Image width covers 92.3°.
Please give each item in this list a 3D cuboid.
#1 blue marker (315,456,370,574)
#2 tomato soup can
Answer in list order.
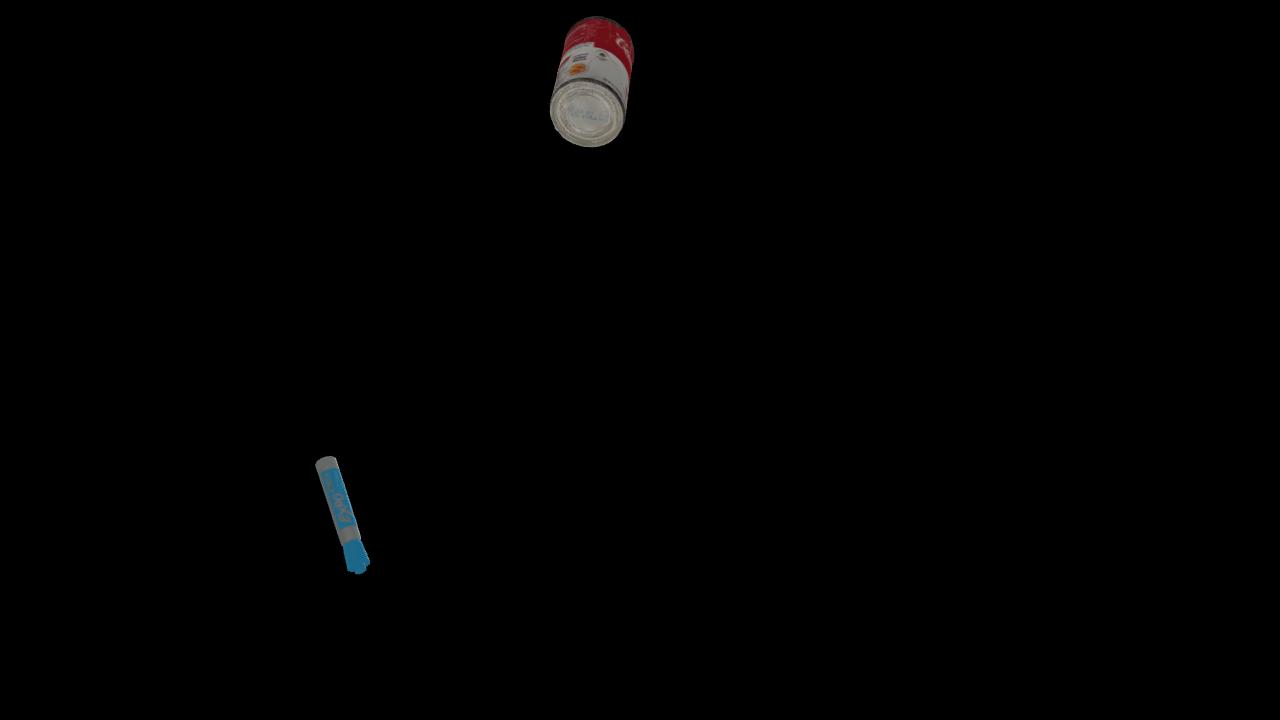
[{"bbox_3d":[-0.272,0.141,0.562,0.020,0.121,0.020,-26,-31,-17],"label":"blue marker"},{"bbox_3d":[-0.042,-0.250,0.554,0.068,0.101,0.068,4,-34,2],"label":"tomato soup can"}]
